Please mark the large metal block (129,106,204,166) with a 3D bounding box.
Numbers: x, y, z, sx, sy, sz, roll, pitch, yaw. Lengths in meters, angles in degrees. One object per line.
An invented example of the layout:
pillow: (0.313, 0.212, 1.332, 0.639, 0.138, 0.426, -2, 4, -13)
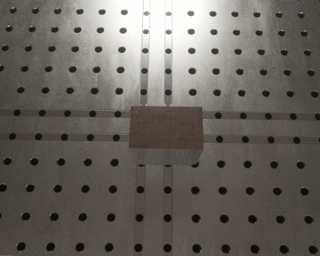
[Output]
large metal block: (0.007, 0.012, 0.378, 0.081, 0.080, 0.050, 1, 70, 0)
